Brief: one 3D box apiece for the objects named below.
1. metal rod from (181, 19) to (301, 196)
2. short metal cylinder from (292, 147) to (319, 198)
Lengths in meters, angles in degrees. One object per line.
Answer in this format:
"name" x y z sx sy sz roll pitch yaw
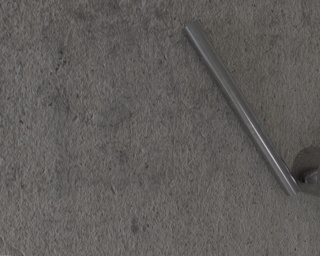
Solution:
"metal rod" 0.124 -0.022 0.454 0.025 0.025 0.299 -39 103 -16
"short metal cylinder" 0.260 0.071 0.492 0.081 0.050 0.079 0 90 -20
